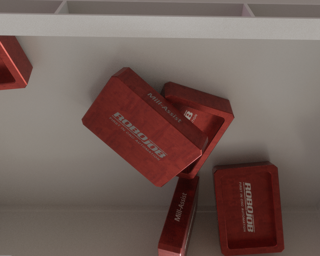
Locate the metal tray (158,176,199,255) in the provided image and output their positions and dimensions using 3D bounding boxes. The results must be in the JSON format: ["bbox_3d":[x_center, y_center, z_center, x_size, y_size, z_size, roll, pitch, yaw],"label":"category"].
[{"bbox_3d":[0.030,0.143,0.460,0.030,0.130,0.089,9,132,13],"label":"metal tray"}]

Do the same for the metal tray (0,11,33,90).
[{"bbox_3d":[-0.217,-0.078,0.324,0.131,0.030,0.090,-5,144,3],"label":"metal tray"}]

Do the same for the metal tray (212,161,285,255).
[{"bbox_3d":[0.130,0.119,0.461,0.090,0.030,0.129,-6,94,4],"label":"metal tray"}]

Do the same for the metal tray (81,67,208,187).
[{"bbox_3d":[-0.020,0.002,0.371,0.130,0.030,0.090,41,127,-4],"label":"metal tray"}]

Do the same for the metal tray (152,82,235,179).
[{"bbox_3d":[0.028,0.009,0.413,0.091,0.030,0.129,16,128,-13],"label":"metal tray"}]
